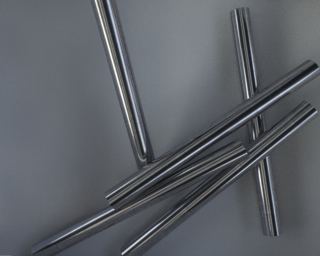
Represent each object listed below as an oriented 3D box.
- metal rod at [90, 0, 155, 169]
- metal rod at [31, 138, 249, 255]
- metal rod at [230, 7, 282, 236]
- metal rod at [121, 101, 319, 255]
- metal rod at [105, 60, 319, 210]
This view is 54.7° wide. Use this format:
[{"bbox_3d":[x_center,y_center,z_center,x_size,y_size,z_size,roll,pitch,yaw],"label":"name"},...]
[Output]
[{"bbox_3d":[-0.041,-0.055,0.351,0.025,0.025,0.298,-13,115,0],"label":"metal rod"},{"bbox_3d":[-0.031,0.094,0.390,0.301,0.025,0.025,-29,90,8],"label":"metal rod"},{"bbox_3d":[0.128,-0.008,0.412,0.025,0.025,0.298,-8,90,0],"label":"metal rod"},{"bbox_3d":[0.070,0.072,0.394,0.300,0.025,0.025,-40,90,6],"label":"metal rod"},{"bbox_3d":[0.067,0.006,0.381,0.301,0.025,0.025,-33,90,-4],"label":"metal rod"}]
